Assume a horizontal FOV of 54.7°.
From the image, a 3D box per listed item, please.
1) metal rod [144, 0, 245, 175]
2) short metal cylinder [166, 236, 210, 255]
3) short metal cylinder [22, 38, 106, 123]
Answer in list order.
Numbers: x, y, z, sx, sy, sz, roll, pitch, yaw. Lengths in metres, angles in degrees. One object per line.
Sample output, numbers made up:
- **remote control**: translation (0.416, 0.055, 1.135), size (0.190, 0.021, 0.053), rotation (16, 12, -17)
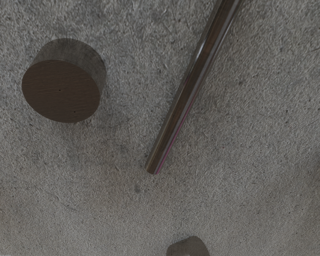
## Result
- **metal rod**: translation (0.036, -0.049, 0.365), size (0.025, 0.025, 0.298), rotation (14, 129, -12)
- **short metal cylinder**: translation (0.056, 0.253, 0.587), size (0.050, 0.080, 0.080), rotation (-31, 124, 23)
- **short metal cylinder**: translation (-0.104, -0.052, 0.345), size (0.081, 0.050, 0.079), rotation (0, 130, 0)
